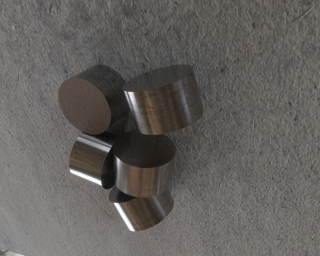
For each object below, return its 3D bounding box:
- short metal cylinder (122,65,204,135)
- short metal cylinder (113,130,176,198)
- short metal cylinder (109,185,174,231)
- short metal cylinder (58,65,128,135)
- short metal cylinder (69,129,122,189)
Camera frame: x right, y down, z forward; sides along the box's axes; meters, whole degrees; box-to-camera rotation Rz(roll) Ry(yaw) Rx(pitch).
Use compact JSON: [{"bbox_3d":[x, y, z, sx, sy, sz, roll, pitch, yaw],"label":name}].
[{"bbox_3d":[0.004,-0.034,0.348,0.080,0.080,0.050,-3,117,30],"label":"short metal cylinder"},{"bbox_3d":[-0.022,0.045,0.411,0.080,0.080,0.050,18,126,18],"label":"short metal cylinder"},{"bbox_3d":[-0.026,0.101,0.448,0.080,0.080,0.050,-14,111,34],"label":"short metal cylinder"},{"bbox_3d":[-0.086,-0.038,0.413,0.080,0.050,0.079,13,124,21],"label":"short metal cylinder"},{"bbox_3d":[-0.082,0.040,0.440,0.050,0.080,0.079,18,126,17],"label":"short metal cylinder"}]
